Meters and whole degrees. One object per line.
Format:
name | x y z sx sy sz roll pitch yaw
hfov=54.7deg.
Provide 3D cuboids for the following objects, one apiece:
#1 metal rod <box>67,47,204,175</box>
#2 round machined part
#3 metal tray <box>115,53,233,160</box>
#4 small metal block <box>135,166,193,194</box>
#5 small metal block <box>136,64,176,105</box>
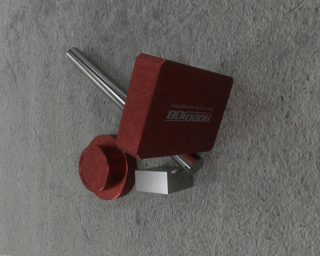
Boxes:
metal rod | -0.052 -0.040 0.442 0.300 0.025 0.025 42 115 32
round machined part | -0.084 0.059 0.461 0.098 0.042 0.097 0 90 39
metal tray | 0.021 -0.019 0.318 0.030 0.131 0.089 24 105 37
small metal block | 0.005 0.063 0.383 0.050 0.050 0.025 -4 88 40
small metal block | -0.004 -0.056 0.407 0.050 0.025 0.050 5 93 39
